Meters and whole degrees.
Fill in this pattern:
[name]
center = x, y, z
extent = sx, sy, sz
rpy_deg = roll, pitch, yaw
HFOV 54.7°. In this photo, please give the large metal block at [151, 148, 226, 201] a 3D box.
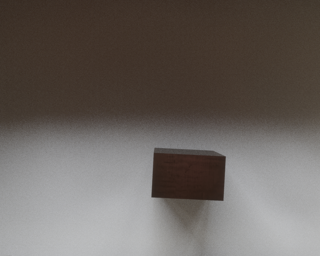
[large metal block]
center = 0.032, 0.054, 0.384
extent = 0.081, 0.080, 0.050
rpy_deg = 3, 90, -1
